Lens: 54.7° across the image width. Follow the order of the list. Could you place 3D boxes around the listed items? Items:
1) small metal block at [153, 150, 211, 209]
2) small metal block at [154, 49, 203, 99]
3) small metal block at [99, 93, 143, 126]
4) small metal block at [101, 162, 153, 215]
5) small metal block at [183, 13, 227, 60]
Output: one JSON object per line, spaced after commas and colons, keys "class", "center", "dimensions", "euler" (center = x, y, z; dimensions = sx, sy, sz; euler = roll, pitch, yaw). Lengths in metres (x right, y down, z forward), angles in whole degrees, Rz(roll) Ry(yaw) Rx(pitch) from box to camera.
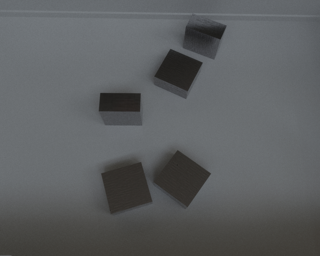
{"class": "small metal block", "center": [0.027, 0.064, 0.386], "dimensions": [0.050, 0.025, 0.050], "euler": [35, 73, 11]}
{"class": "small metal block", "center": [0.026, -0.076, 0.438], "dimensions": [0.050, 0.025, 0.050], "euler": [25, 72, 8]}
{"class": "small metal block", "center": [-0.049, -0.023, 0.404], "dimensions": [0.050, 0.050, 0.025], "euler": [0, 70, 0]}
{"class": "small metal block", "center": [-0.040, 0.075, 0.382], "dimensions": [0.050, 0.025, 0.050], "euler": [-16, 71, -6]}
{"class": "small metal block", "center": [0.063, -0.130, 0.445], "dimensions": [0.050, 0.050, 0.025], "euler": [22, 72, 7]}
